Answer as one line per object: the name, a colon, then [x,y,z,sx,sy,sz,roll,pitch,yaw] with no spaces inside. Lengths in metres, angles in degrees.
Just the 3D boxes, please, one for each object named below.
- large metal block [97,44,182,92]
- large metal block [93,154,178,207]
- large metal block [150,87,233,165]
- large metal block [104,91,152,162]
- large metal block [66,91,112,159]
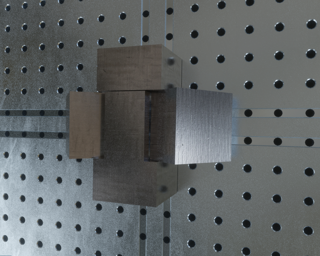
large metal block: [-0.023,-0.068,0.389,0.080,0.080,0.050,1,91,19]
large metal block: [-0.028,0.061,0.391,0.080,0.080,0.050,1,91,19]
large metal block: [0.037,-0.002,0.361,0.050,0.081,0.079,1,90,57]
large metal block: [-0.027,-0.002,0.391,0.050,0.080,0.079,1,91,20]
large metal block: [-0.096,-0.004,0.409,0.050,0.080,0.079,0,91,-20]
